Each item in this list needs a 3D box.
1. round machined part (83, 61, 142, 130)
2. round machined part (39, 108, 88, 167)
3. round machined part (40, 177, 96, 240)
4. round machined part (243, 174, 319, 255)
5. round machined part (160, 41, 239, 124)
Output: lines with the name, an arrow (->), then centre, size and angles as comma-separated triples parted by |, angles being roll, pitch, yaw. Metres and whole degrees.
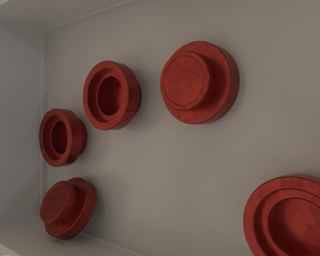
round machined part -> -0.065, -0.046, 0.450 | 0.098, 0.042, 0.097 | 0, 90, 40
round machined part -> -0.162, 0.016, 0.530 | 0.098, 0.042, 0.097 | 0, 90, 40
round machined part -> -0.151, 0.123, 0.493 | 0.098, 0.042, 0.098 | -25, 44, 27
round machined part -> 0.132, 0.091, 0.287 | 0.098, 0.042, 0.097 | 0, 90, 40
round machined part -> 0.039, -0.053, 0.364 | 0.098, 0.042, 0.097 | 0, 90, 40
